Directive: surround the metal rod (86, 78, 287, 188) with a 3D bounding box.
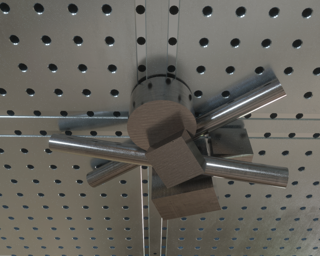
[{"bbox_3d":[0.021,0.015,0.421,0.300,0.025,0.025,-27,125,21],"label":"metal rod"}]

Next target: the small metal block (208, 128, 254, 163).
[{"bbox_3d":[0.092,0.026,0.414,0.050,0.050,0.025,1,130,0],"label":"small metal block"}]

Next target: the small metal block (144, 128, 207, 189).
[{"bbox_3d":[0.019,0.036,0.361,0.050,0.025,0.050,-28,102,22],"label":"small metal block"}]

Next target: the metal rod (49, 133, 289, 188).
[{"bbox_3d":[0.003,0.039,0.394,0.301,0.025,0.025,8,131,10],"label":"metal rod"}]

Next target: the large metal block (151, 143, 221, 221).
[{"bbox_3d":[0.035,0.074,0.433,0.080,0.080,0.050,-14,129,11],"label":"large metal block"}]

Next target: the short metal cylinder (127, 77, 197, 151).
[{"bbox_3d":[0.002,-0.015,0.377,0.081,0.050,0.079,0,129,0],"label":"short metal cylinder"}]
